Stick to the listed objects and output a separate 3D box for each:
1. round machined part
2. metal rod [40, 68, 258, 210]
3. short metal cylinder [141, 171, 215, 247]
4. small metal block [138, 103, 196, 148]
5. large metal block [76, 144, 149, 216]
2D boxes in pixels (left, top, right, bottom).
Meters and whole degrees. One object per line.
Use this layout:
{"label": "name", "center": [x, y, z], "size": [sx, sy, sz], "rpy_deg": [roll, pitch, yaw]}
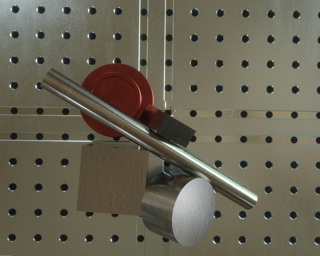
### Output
{"label": "round machined part", "center": [-0.057, -0.036, 0.404], "size": [0.099, 0.042, 0.097], "rpy_deg": [0, 90, -1]}
{"label": "metal rod", "center": [-0.003, 0.021, 0.381], "size": [0.301, 0.025, 0.025], "rpy_deg": [32, 90, -13]}
{"label": "short metal cylinder", "center": [0.024, 0.097, 0.380], "size": [0.081, 0.050, 0.079], "rpy_deg": [-5, 97, -45]}
{"label": "small metal block", "center": [0.009, -0.003, 0.391], "size": [0.050, 0.050, 0.025], "rpy_deg": [28, 94, -35]}
{"label": "large metal block", "center": [-0.057, 0.063, 0.398], "size": [0.081, 0.050, 0.079], "rpy_deg": [5, 90, -1]}
